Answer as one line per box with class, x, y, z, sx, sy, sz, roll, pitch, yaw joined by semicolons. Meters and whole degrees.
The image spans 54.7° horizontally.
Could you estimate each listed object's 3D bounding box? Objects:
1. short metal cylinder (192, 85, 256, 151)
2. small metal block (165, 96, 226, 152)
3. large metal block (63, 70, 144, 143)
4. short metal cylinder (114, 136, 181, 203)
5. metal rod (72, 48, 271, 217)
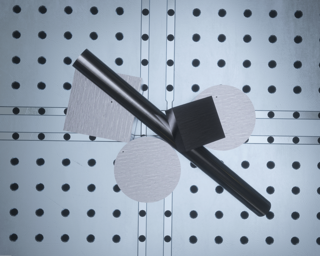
short metal cylinder;0.075;-0.013;0.398;0.081;0.050;0.079;0;90;0
small metal block;0.040;-0.004;0.353;0.050;0.025;0.050;-18;90;-18
large metal block;-0.068;-0.029;0.395;0.080;0.050;0.080;11;90;0
short metal cylinder;-0.015;0.050;0.397;0.081;0.050;0.079;0;90;0
metal rod;0.025;0.015;0.375;0.301;0.025;0.025;39;90;-14
